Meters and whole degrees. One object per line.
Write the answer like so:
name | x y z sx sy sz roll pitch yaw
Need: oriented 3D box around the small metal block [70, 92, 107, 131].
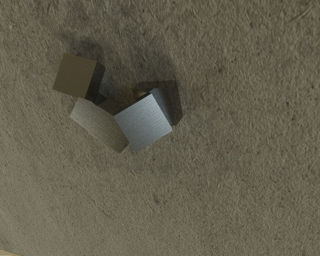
small metal block | -0.094 -0.022 0.442 0.050 0.025 0.050 39 129 1

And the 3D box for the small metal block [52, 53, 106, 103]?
small metal block | -0.106 -0.066 0.406 0.050 0.025 0.050 17 89 17

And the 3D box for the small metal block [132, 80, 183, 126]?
small metal block | -0.002 -0.031 0.389 0.050 0.025 0.050 2 120 27

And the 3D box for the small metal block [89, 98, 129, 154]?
small metal block | -0.059 -0.003 0.403 0.050 0.025 0.050 33 129 6

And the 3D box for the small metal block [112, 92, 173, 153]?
small metal block | -0.021 -0.007 0.365 0.050 0.025 0.050 -31 105 -3
